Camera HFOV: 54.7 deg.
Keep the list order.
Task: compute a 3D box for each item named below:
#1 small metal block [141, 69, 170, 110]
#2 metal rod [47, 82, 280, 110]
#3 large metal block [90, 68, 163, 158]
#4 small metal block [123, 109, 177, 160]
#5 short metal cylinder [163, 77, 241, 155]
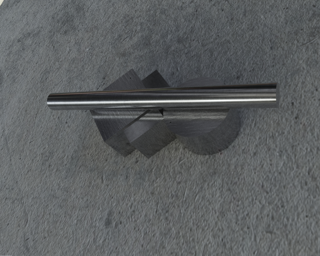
[{"bbox_3d":[0.007,-0.042,0.412,0.025,0.050,0.050,-37,52,4],"label":"small metal block"},{"bbox_3d":[-0.019,-0.035,0.370,0.300,0.025,0.025,1,62,28],"label":"metal rod"},{"bbox_3d":[-0.043,-0.021,0.423,0.080,0.050,0.080,-36,51,4],"label":"large metal block"},{"bbox_3d":[-0.010,0.007,0.392,0.050,0.050,0.025,-36,52,4],"label":"small metal block"},{"bbox_3d":[0.051,-0.014,0.370,0.080,0.050,0.080,-13,56,21],"label":"short metal cylinder"}]
